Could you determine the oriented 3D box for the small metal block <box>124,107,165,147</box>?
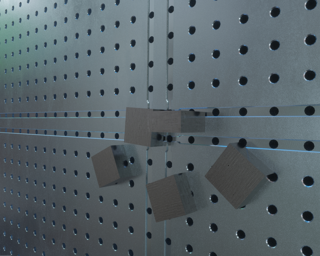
[{"bbox_3d":[-0.022,-0.002,0.429,0.050,0.025,0.050,7,94,40],"label":"small metal block"}]

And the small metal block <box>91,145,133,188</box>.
[{"bbox_3d":[-0.074,0.058,0.472,0.050,0.025,0.050,-30,72,36],"label":"small metal block"}]

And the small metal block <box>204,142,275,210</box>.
[{"bbox_3d":[0.086,0.051,0.339,0.050,0.025,0.050,46,118,30],"label":"small metal block"}]

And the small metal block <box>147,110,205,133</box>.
[{"bbox_3d":[0.020,-0.008,0.377,0.050,0.050,0.025,1,91,40],"label":"small metal block"}]

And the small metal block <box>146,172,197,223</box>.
[{"bbox_3d":[0.014,0.089,0.399,0.050,0.025,0.050,-27,73,37],"label":"small metal block"}]
